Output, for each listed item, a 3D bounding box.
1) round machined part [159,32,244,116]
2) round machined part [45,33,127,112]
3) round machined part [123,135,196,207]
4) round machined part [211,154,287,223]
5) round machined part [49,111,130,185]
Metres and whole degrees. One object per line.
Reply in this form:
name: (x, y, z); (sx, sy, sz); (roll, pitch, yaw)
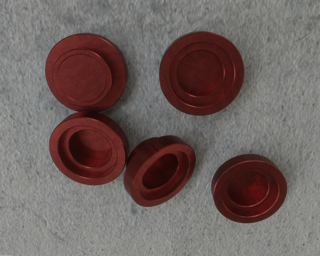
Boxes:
round machined part: (0.048, -0.067, 0.377); (0.099, 0.042, 0.097); (0, 110, -1)
round machined part: (-0.090, -0.064, 0.376); (0.099, 0.042, 0.097); (0, 110, -1)
round machined part: (-0.005, 0.051, 0.403); (0.099, 0.042, 0.097); (-22, 132, -27)
round machined part: (0.120, 0.080, 0.432); (0.099, 0.042, 0.097); (0, 110, -1)
round machined part: (-0.088, 0.023, 0.403); (0.099, 0.042, 0.097); (3, 115, 6)
